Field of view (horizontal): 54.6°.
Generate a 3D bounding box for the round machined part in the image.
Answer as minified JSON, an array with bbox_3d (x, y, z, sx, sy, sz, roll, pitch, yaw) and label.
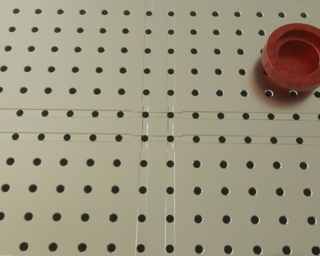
[{"bbox_3d":[0.193,-0.095,0.439,0.099,0.042,0.098,0,70,0],"label":"round machined part"}]
